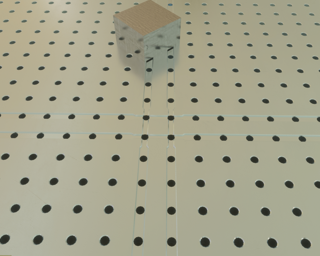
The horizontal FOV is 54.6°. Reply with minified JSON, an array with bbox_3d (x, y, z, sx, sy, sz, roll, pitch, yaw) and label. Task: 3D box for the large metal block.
[{"bbox_3d":[-0.022,-0.170,0.534,0.080,0.050,0.080,-34,58,-25],"label":"large metal block"}]
